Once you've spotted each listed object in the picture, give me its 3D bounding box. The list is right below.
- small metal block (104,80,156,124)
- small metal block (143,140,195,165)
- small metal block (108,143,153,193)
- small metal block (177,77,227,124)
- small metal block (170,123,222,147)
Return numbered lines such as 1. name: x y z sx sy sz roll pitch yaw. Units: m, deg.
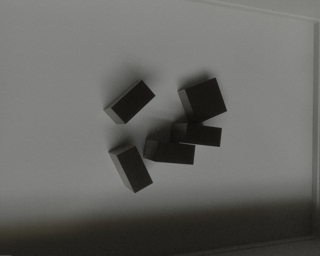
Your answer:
1. small metal block: -0.039 -0.031 0.384 0.050 0.050 0.025 -45 105 -15
2. small metal block: 0.011 0.031 0.402 0.050 0.050 0.025 7 88 -20
3. small metal block: -0.038 0.048 0.384 0.025 0.050 0.050 -27 100 -18
4. small metal block: 0.059 -0.038 0.434 0.050 0.025 0.050 -23 98 -19
5. small metal block: 0.047 0.009 0.416 0.050 0.050 0.025 7 88 -20
